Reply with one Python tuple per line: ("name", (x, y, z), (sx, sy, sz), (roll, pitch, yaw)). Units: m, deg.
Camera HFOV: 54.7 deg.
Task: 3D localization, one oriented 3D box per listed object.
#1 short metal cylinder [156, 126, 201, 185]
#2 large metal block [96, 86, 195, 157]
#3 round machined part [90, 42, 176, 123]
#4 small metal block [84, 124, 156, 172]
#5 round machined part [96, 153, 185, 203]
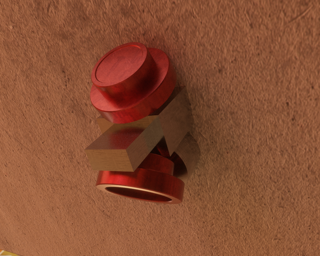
("short metal cylinder", (0.008, 0.040, 0.413), (0.080, 0.050, 0.079), (13, 124, 20))
("large metal block", (-0.014, -0.009, 0.372), (0.080, 0.080, 0.050), (-2, 118, 29))
("round machined part", (-0.035, -0.056, 0.339), (0.098, 0.098, 0.042), (-2, 142, 29))
("small metal block", (-0.040, 0.020, 0.319), (0.050, 0.050, 0.025), (-2, 117, 29))
("round machined part", (-0.020, 0.056, 0.356), (0.099, 0.042, 0.098), (9, 159, 4))
